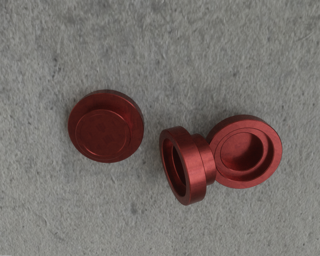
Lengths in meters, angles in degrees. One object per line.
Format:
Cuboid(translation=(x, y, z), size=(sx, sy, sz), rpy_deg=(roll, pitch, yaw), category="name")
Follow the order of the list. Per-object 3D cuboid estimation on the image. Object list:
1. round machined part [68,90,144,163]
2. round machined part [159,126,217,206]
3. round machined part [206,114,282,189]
Cuboid(translation=(-0.070, 0.002, 0.401), size=(0.099, 0.042, 0.097), rpy_deg=(0, 110, -1), category="round machined part")
Cuboid(translation=(0.036, 0.044, 0.391), size=(0.042, 0.098, 0.097), rpy_deg=(-14, 111, -16), category="round machined part")
Cuboid(translation=(0.106, 0.028, 0.411), size=(0.099, 0.042, 0.097), rpy_deg=(-1, 110, -3), category="round machined part")
